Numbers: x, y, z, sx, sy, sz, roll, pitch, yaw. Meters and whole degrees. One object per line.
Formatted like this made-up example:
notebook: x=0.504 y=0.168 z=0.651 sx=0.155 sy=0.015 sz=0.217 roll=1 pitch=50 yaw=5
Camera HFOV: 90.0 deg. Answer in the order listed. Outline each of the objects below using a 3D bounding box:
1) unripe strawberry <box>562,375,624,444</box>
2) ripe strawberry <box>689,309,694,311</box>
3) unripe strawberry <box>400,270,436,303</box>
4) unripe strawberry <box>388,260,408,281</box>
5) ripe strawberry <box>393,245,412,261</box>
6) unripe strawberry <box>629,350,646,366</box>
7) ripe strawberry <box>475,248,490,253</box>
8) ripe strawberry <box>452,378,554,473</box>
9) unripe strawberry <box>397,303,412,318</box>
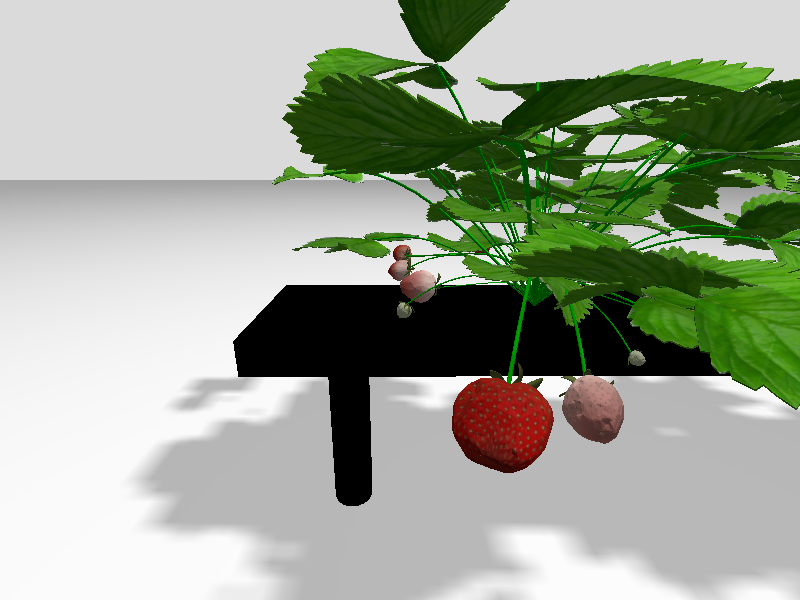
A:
unripe strawberry: x=0.089 y=0.052 z=0.184 sx=0.026 sy=0.030 sz=0.029 roll=3 pitch=26 yaw=10
ripe strawberry: x=0.221 y=0.018 z=0.289 sx=0.030 sy=0.025 sz=0.030 roll=16 pitch=24 yaw=38
unripe strawberry: x=0.017 y=-0.013 z=0.377 sx=0.033 sy=0.029 sz=0.033 roll=1 pitch=19 yaw=6
unripe strawberry: x=-0.001 y=-0.033 z=0.447 sx=0.026 sy=0.022 sz=0.026 roll=-3 pitch=14 yaw=36
ripe strawberry: x=0.001 y=-0.060 z=0.528 sx=0.025 sy=0.026 sz=0.027 roll=-13 pitch=22 yaw=-34
unripe strawberry: x=0.153 y=0.038 z=0.258 sx=0.009 sy=0.010 sz=0.010 roll=-4 pitch=20 yaw=-13
ripe strawberry: x=0.118 y=-0.085 z=0.590 sx=0.033 sy=0.035 sz=0.036 roll=-1 pitch=18 yaw=-1
ripe strawberry: x=0.041 y=0.053 z=0.167 sx=0.042 sy=0.037 sz=0.038 roll=7 pitch=30 yaw=21
unripe strawberry: x=0.003 y=0.009 z=0.337 sx=0.013 sy=0.013 sz=0.012 roll=30 pitch=8 yaw=-23
